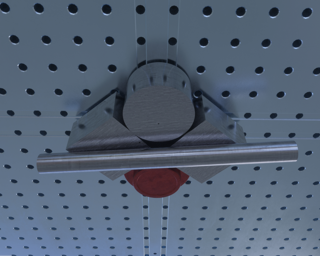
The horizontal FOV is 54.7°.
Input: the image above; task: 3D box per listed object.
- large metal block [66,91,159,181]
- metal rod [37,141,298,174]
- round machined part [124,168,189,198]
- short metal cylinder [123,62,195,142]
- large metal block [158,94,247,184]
[{"bbox_3d":[-0.059,0.013,0.401,0.080,0.050,0.080,-32,125,24],"label":"large metal block"},{"bbox_3d":[0.006,0.035,0.369,0.302,0.025,0.025,-3,130,3],"label":"metal rod"},{"bbox_3d":[-0.004,0.065,0.450,0.099,0.042,0.097,0,130,0],"label":"round machined part"},{"bbox_3d":[-0.001,-0.030,0.365,0.081,0.050,0.079,0,130,0],"label":"short metal cylinder"},{"bbox_3d":[0.054,0.017,0.402,0.080,0.050,0.080,35,123,-26],"label":"large metal block"}]
